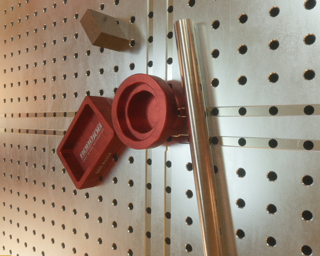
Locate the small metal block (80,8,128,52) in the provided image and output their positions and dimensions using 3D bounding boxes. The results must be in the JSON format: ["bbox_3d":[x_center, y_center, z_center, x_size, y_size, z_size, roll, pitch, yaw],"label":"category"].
[{"bbox_3d":[-0.084,-0.145,0.463,0.025,0.050,0.050,-44,64,31],"label":"small metal block"}]

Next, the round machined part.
[{"bbox_3d":[-0.016,-0.021,0.412,0.098,0.042,0.097,0,90,40],"label":"round machined part"}]

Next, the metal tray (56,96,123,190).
[{"bbox_3d":[-0.113,0.024,0.499,0.090,0.030,0.129,50,119,28],"label":"metal tray"}]

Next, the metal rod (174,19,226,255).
[{"bbox_3d":[0.048,0.017,0.370,0.025,0.025,0.298,-12,83,39],"label":"metal rod"}]
